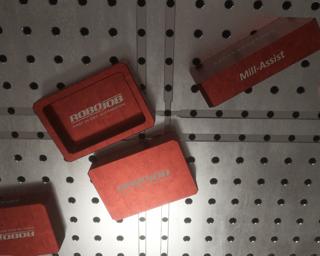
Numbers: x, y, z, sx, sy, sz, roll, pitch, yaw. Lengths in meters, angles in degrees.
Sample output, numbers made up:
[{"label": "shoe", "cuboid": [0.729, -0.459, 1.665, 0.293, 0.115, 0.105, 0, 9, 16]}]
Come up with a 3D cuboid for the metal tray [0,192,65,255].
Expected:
[{"label": "metal tray", "cuboid": [-0.220, 0.149, 0.463, 0.131, 0.030, 0.089, -8, 110, 2]}]

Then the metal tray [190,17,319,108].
[{"label": "metal tray", "cuboid": [0.101, -0.078, 0.351, 0.130, 0.090, 0.030, -29, 108, 10]}]

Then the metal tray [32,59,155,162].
[{"label": "metal tray", "cuboid": [-0.082, -0.021, 0.401, 0.130, 0.030, 0.090, -24, 109, 8]}]

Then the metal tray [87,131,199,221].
[{"label": "metal tray", "cuboid": [-0.022, 0.069, 0.436, 0.130, 0.030, 0.090, -21, 109, 7]}]
